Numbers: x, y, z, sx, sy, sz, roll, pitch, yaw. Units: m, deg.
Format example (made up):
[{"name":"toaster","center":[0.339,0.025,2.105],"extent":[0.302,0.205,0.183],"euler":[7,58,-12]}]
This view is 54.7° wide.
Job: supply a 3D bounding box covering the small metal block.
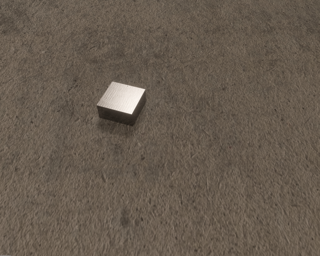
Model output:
[{"name":"small metal block","center":[-0.052,-0.034,0.431],"extent":[0.050,0.025,0.050],"euler":[15,51,12]}]
